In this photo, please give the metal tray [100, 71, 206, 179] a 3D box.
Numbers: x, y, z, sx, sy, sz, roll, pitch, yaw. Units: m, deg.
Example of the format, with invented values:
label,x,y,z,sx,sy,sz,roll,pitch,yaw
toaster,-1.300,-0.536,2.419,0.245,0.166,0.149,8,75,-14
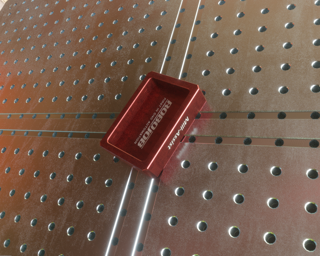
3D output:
label,x,y,z,sx,sy,sz,roll,pitch,yaw
metal tray,-0.010,-0.009,0.416,0.090,0.030,0.130,24,75,36
